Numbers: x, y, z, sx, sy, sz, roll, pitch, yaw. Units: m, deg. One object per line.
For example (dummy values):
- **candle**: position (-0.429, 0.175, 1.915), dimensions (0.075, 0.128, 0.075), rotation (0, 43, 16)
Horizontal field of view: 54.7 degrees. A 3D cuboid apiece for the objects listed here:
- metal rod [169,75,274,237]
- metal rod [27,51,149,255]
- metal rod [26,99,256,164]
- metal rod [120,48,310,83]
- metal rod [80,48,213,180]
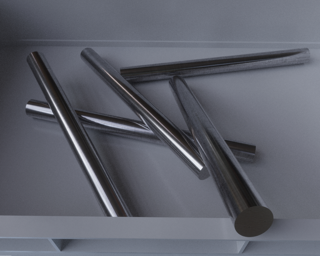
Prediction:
- **metal rod**: position (0.042, -0.004, 0.328), dimensions (0.025, 0.025, 0.300), rotation (-5, 25, -5)
- **metal rod**: position (-0.098, 0.012, 0.370), dimensions (0.025, 0.025, 0.299), rotation (-25, 62, -19)
- **metal rod**: position (-0.032, 0.002, 0.402), dimensions (0.301, 0.025, 0.025), rotation (11, 51, 9)
- **metal rod**: position (0.089, -0.099, 0.488), dimensions (0.302, 0.025, 0.025), rotation (-7, 51, -7)
- **metal rod**: position (-0.034, -0.038, 0.410), dimensions (0.025, 0.025, 0.300), rotation (-27, 48, -21)
